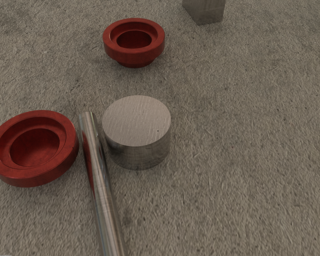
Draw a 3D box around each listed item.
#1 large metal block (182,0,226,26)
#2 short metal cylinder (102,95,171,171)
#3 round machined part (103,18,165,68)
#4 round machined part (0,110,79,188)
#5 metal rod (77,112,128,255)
[{"bbox_3d":[0.082,-0.252,0.579,0.050,0.080,0.080,-15,52,-12],"label":"large metal block"},{"bbox_3d":[-0.027,0.005,0.382,0.081,0.050,0.080,0,50,0],"label":"short metal cylinder"},{"bbox_3d":[-0.041,-0.135,0.505,0.099,0.042,0.098,0,50,0],"label":"round machined part"},{"bbox_3d":[-0.145,0.028,0.367,0.099,0.042,0.098,0,50,0],"label":"round machined part"},{"bbox_3d":[-0.054,0.097,0.320,0.025,0.025,0.300,-13,51,-11],"label":"metal rod"}]
